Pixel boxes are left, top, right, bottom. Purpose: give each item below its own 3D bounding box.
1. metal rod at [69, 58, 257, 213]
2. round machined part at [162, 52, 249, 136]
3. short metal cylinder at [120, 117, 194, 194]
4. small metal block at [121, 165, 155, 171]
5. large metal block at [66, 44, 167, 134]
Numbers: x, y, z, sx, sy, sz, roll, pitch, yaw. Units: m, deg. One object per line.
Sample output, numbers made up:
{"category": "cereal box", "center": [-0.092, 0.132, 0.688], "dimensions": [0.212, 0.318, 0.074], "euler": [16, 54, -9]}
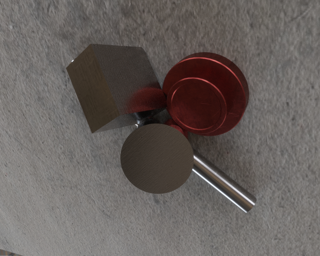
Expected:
{"category": "metal rod", "center": [0.001, 0.008, 0.412], "dimensions": [0.300, 0.025, 0.025], "euler": [38, 129, 1]}
{"category": "round machined part", "center": [0.047, -0.032, 0.351], "dimensions": [0.098, 0.042, 0.097], "euler": [13, 124, 20]}
{"category": "short metal cylinder", "center": [-0.001, 0.030, 0.362], "dimensions": [0.080, 0.050, 0.079], "euler": [1, 101, 5]}
{"category": "small metal block", "center": [-0.017, 0.043, 0.427], "dimensions": [0.050, 0.050, 0.025], "euler": [-23, 105, 35]}
{"category": "large metal block", "center": [-0.047, -0.046, 0.354], "dimensions": [0.050, 0.081, 0.080], "euler": [-29, 81, 39]}
